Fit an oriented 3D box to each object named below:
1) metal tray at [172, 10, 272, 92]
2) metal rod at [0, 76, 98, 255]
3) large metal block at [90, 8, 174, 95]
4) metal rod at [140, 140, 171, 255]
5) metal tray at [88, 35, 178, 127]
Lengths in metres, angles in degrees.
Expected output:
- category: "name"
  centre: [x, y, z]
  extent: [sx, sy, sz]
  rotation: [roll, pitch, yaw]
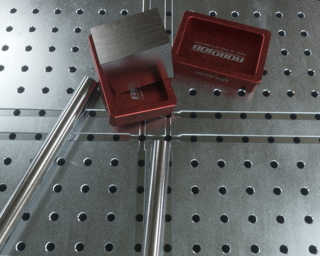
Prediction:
- category: "metal tray"
  centre: [0.086, -0.113, 0.451]
  extent: [0.131, 0.030, 0.090]
  rotation: [16, 71, 5]
- category: "metal rod"
  centre: [-0.158, 0.063, 0.386]
  extent: [0.025, 0.025, 0.300]
  rotation: [23, 71, 8]
- category: "large metal block"
  centre: [-0.031, -0.092, 0.384]
  extent: [0.080, 0.080, 0.050]
  rotation: [-18, 71, -1]
- category: "metal rod"
  centre: [-0.011, 0.160, 0.353]
  extent: [0.025, 0.025, 0.299]
  rotation: [5, 70, 1]
- category: "metal tray"
  centre: [-0.040, -0.074, 0.426]
  extent: [0.091, 0.030, 0.130]
  rotation: [-13, 70, -16]
